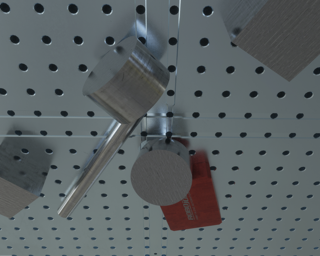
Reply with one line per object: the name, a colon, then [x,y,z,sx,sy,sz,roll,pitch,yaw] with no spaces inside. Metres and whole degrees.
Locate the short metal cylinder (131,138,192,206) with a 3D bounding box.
short metal cylinder: [0.004,0.059,0.426,0.080,0.050,0.079,2,106,6]

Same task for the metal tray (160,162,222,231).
metal tray: [0.047,0.117,0.508,0.090,0.030,0.129,-11,130,9]

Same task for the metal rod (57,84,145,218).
metal rod: [-0.085,0.046,0.449,0.025,0.025,0.298,25,126,-20]

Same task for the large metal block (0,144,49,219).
large metal block: [-0.230,0.082,0.463,0.080,0.050,0.080,-36,122,26]

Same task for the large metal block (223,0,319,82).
large metal block: [0.124,-0.106,0.306,0.080,0.050,0.080,27,125,-21]

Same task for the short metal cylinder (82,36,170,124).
short metal cylinder: [-0.036,-0.051,0.332,0.080,0.080,0.050,-33,123,25]
